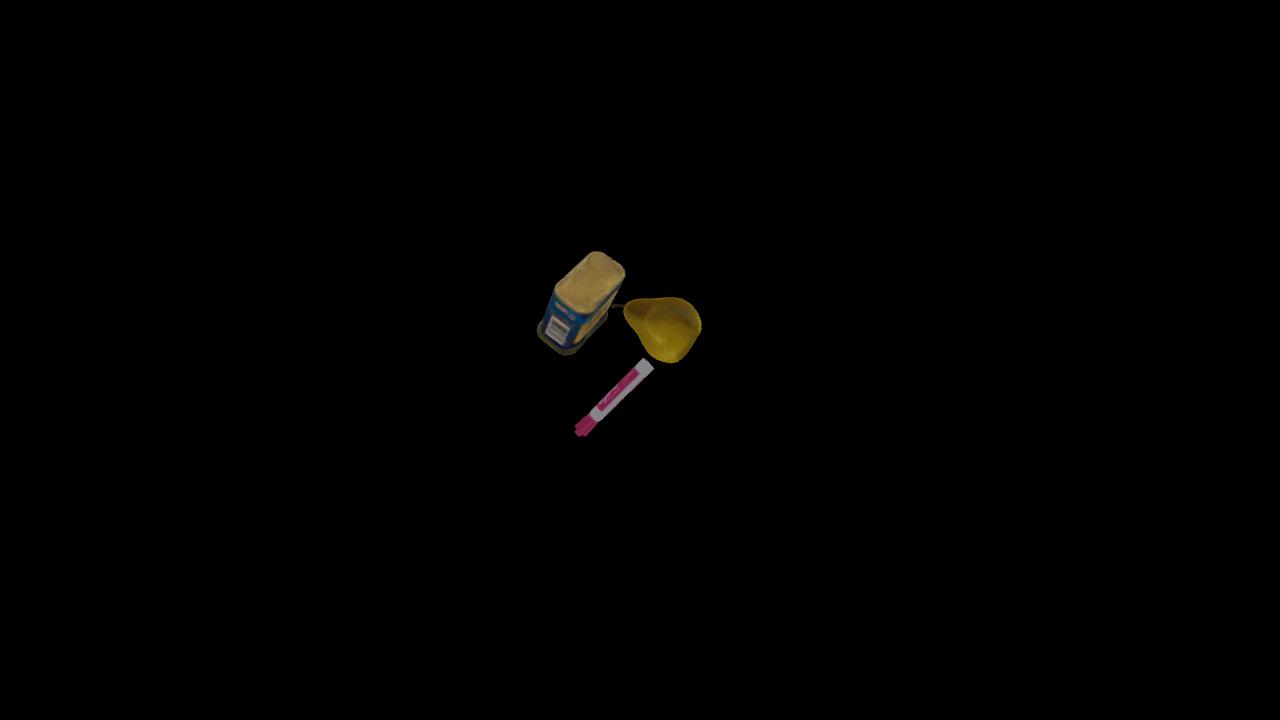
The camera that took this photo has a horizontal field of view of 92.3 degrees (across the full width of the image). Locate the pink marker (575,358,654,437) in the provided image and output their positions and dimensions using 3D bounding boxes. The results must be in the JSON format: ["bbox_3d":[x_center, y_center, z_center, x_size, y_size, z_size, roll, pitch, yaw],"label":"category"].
[{"bbox_3d":[-0.032,0.046,0.726,0.121,0.020,0.020,-45,-5,5],"label":"pink marker"}]

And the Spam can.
[{"bbox_3d":[-0.069,-0.068,0.730,0.058,0.101,0.085,37,-37,2],"label":"Spam can"}]

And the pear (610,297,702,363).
[{"bbox_3d":[0.017,-0.050,0.736,0.111,0.080,0.080,36,4,6],"label":"pear"}]
